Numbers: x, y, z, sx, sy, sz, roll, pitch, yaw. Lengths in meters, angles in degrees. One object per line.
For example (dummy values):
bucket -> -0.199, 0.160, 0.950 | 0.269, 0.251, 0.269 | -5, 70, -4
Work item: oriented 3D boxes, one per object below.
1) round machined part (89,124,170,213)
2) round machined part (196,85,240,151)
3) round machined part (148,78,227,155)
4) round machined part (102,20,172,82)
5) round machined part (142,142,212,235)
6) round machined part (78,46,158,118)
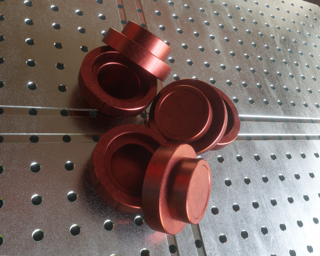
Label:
round machined part -> -0.031, 0.048, 0.350 | 0.099, 0.042, 0.098 | 13, 56, -21
round machined part -> 0.060, -0.012, 0.436 | 0.099, 0.042, 0.098 | 13, 56, -21
round machined part -> 0.031, -0.015, 0.384 | 0.098, 0.098, 0.042 | 63, 12, 17
round machined part -> -0.024, -0.106, 0.413 | 0.098, 0.042, 0.098 | 33, 7, -4
round machined part -> 0.024, 0.065, 0.333 | 0.099, 0.042, 0.097 | -15, 107, -60
round machined part -> -0.056, -0.054, 0.399 | 0.099, 0.042, 0.098 | 13, 56, -21
